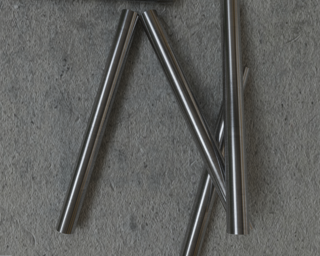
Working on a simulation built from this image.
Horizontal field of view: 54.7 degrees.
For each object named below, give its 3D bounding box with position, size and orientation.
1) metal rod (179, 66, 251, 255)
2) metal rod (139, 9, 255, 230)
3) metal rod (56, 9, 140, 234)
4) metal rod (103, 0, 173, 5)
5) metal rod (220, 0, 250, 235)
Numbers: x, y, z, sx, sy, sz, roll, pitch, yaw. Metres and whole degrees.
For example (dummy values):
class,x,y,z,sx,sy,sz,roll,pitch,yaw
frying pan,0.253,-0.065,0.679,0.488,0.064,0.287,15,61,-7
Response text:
class,x,y,z,sx,sy,sz,roll,pitch,yaw
metal rod,0.068,0.064,0.410,0.025,0.025,0.298,16,90,0
metal rod,0.043,-0.013,0.392,0.025,0.025,0.299,-24,83,0
metal rod,-0.082,-0.008,0.409,0.025,0.025,0.298,17,90,0
metal rod,-0.133,-0.186,0.408,0.302,0.025,0.025,4,90,0
metal rod,0.090,-0.028,0.378,0.025,0.025,0.299,1,77,0
